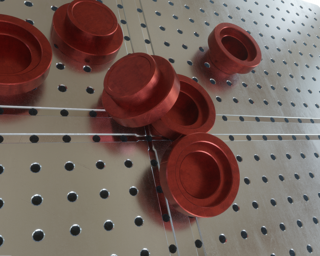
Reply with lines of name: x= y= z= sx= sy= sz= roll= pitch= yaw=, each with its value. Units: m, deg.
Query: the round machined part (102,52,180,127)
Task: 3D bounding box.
round machined part: x=-0.029 y=-0.053 z=0.377 sx=0.042 sy=0.098 sz=0.098 roll=54 pitch=33 yaw=-50

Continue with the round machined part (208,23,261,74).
round machined part: x=0.126 y=-0.134 z=0.546 sx=0.099 sy=0.042 sz=0.098 roll=13 pitch=56 yaw=-21

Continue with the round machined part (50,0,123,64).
round machined part: x=-0.097 y=-0.140 z=0.430 sx=0.099 sy=0.042 sz=0.098 roll=13 pitch=56 yaw=-21

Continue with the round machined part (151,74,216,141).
round machined part: x=0.023 y=-0.023 z=0.423 sx=0.099 sy=0.042 sz=0.098 roll=14 pitch=56 yaw=-21

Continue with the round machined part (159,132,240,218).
round machined part: x=0.044 y=0.057 z=0.375 sx=0.099 sy=0.042 sz=0.098 roll=6 pitch=74 yaw=-23

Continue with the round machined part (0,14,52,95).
round machined part: x=-0.176 y=-0.077 z=0.350 sx=0.099 sy=0.042 sz=0.098 roll=13 pitch=56 yaw=-21
